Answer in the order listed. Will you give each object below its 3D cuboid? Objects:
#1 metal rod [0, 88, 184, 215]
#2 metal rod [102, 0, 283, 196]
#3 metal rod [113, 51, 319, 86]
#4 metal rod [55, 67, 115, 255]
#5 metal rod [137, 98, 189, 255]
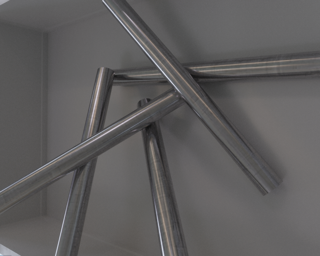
[{"bbox_3d":[-0.096,0.033,0.370,0.301,0.025,0.025,-31,66,-3],"label":"metal rod"},{"bbox_3d":[0.026,-0.052,0.354,0.300,0.025,0.025,52,121,16],"label":"metal rod"},{"bbox_3d":[0.046,-0.066,0.368,0.300,0.025,0.025,4,93,40],"label":"metal rod"},{"bbox_3d":[-0.096,0.060,0.387,0.025,0.025,0.299,-9,64,39],"label":"metal rod"},{"bbox_3d":[0.005,0.077,0.324,0.025,0.025,0.300,-45,39,31],"label":"metal rod"}]
